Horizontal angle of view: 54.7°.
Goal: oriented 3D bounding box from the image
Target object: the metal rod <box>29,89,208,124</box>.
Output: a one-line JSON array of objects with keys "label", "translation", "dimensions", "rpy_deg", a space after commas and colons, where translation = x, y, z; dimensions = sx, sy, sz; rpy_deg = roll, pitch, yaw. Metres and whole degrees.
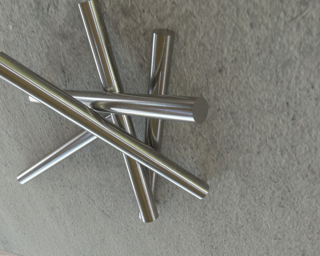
[{"label": "metal rod", "translation": [-0.076, -0.032, 0.378], "dimensions": [0.300, 0.025, 0.025], "rpy_deg": [8, 123, 40]}]

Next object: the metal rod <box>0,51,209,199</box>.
[{"label": "metal rod", "translation": [-0.057, 0.009, 0.379], "dimensions": [0.301, 0.025, 0.025], "rpy_deg": [34, 132, -20]}]

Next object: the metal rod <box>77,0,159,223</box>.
[{"label": "metal rod", "translation": [-0.049, -0.008, 0.405], "dimensions": [0.025, 0.025, 0.298], "rpy_deg": [-4, 110, 29]}]

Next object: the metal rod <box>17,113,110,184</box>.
[{"label": "metal rod", "translation": [-0.161, 0.040, 0.513], "dimensions": [0.299, 0.025, 0.025], "rpy_deg": [-29, 103, 37]}]

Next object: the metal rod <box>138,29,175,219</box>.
[{"label": "metal rod", "translation": [-0.010, 0.018, 0.421], "dimensions": [0.025, 0.025, 0.298], "rpy_deg": [18, 126, 17]}]
